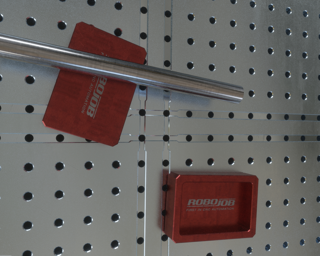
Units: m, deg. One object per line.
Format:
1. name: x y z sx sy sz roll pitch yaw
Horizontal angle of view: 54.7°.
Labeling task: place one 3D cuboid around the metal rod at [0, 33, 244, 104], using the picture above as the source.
1. metal rod: -0.034 -0.066 0.368 0.302 0.025 0.025 8 87 -21

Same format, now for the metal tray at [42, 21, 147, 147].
1. metal tray: -0.079 -0.051 0.381 0.091 0.030 0.129 19 84 -20

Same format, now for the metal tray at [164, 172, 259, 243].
1. metal tray: 0.075 0.109 0.439 0.131 0.030 0.089 4 89 -20
